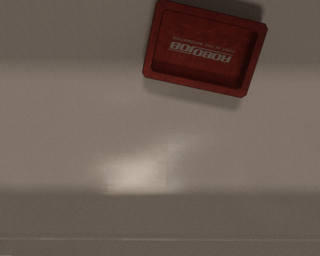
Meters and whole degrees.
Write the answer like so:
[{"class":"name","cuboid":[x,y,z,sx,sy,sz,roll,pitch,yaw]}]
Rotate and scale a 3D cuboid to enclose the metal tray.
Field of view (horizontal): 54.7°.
[{"class":"metal tray","cuboid":[0.051,-0.094,0.374,0.131,0.030,0.089,11,110,-5]}]
